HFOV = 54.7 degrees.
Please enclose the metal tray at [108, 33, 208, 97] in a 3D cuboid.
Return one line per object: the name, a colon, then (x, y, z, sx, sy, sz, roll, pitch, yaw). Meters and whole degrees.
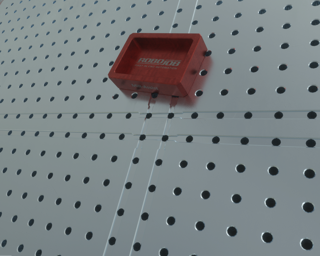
metal tray: (-0.005, -0.099, 0.466, 0.130, 0.030, 0.090, 12, 67, 32)
